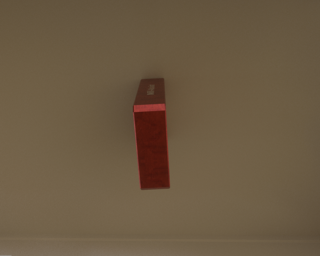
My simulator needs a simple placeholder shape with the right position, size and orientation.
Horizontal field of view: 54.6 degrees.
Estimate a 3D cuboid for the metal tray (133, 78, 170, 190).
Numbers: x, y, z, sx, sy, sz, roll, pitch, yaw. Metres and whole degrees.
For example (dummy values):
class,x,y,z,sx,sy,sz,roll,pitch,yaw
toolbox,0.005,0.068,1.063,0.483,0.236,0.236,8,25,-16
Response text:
class,x,y,z,sx,sy,sz,roll,pitch,yaw
metal tray,-0.007,0.000,0.355,0.030,0.130,0.089,-3,110,1
